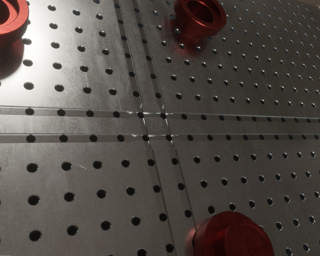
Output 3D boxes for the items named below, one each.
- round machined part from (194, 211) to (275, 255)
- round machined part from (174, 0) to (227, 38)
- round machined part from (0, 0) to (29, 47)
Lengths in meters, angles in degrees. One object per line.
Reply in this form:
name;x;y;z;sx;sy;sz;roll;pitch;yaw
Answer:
round machined part;0.092;0.145;0.360;0.099;0.042;0.098;14;56;-21
round machined part;0.068;-0.202;0.559;0.099;0.042;0.098;14;56;-21
round machined part;-0.210;-0.132;0.365;0.099;0.042;0.098;14;56;-21
